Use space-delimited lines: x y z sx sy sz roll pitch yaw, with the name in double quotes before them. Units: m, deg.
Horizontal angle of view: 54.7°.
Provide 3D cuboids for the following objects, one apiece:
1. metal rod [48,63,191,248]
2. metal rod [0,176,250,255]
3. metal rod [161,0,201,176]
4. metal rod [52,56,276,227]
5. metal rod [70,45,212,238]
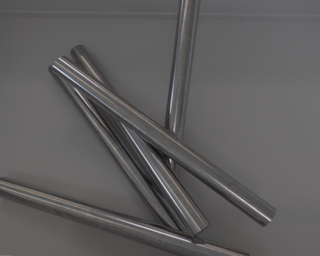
"metal rod" -0.057 0.026 0.399 0.025 0.025 0.300 -36 74 -12
"metal rod" -0.053 0.107 0.352 0.301 0.025 0.025 14 71 11
"metal rod" 0.027 -0.076 0.373 0.025 0.025 0.298 7 95 2
"metal rod" -0.002 0.010 0.357 0.300 0.025 0.025 36 74 8
"metal rod" -0.037 -0.001 0.388 0.025 0.025 0.300 -32 65 -11
